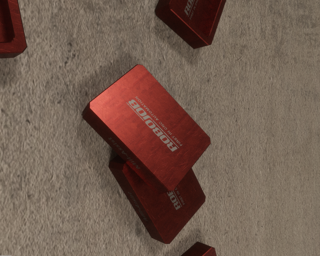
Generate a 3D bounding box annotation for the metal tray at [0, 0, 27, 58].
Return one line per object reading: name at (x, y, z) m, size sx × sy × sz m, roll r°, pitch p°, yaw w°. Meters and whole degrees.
metal tray at (-0.173, -0.123, 0.256) m, size 0.091 × 0.030 × 0.129 m, roll -15°, pitch 100°, yaw -39°

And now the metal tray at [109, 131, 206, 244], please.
metal tray at (0.002, 0.072, 0.405) m, size 0.090 × 0.030 × 0.129 m, roll -41°, pitch 115°, yaw -33°

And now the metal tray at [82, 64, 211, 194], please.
metal tray at (-0.012, 0.000, 0.361) m, size 0.130 × 0.030 × 0.090 m, roll 47°, pitch 57°, yaw -5°

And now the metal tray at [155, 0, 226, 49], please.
metal tray at (0.053, -0.193, 0.447) m, size 0.090 × 0.030 × 0.130 m, roll 31°, pitch 70°, yaw -36°

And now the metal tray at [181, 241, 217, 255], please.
metal tray at (0.054, 0.247, 0.449) m, size 0.091 × 0.030 × 0.129 m, roll -25°, pitch 106°, yaw -37°
